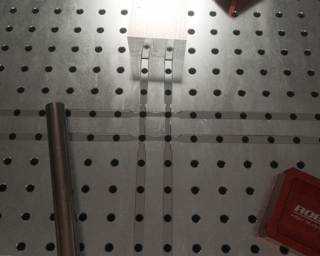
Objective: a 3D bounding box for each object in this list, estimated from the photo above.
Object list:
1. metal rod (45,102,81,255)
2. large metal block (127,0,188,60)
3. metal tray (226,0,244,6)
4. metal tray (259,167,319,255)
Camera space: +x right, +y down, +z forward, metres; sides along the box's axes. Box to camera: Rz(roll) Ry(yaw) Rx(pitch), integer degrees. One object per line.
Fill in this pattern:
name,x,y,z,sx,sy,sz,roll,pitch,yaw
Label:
metal rod,-0.113,0.108,0.370,0.025,0.025,0.299,-11,70,-4
large metal block,-0.002,-0.150,0.453,0.081,0.050,0.080,4,70,1
metal tray,0.142,-0.268,0.509,0.131,0.030,0.090,-35,74,-12
metal tray,0.197,0.115,0.369,0.130,0.030,0.090,25,72,8
